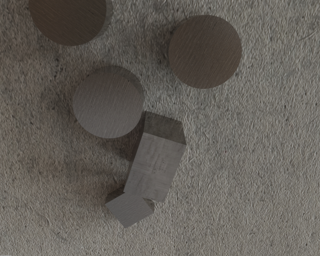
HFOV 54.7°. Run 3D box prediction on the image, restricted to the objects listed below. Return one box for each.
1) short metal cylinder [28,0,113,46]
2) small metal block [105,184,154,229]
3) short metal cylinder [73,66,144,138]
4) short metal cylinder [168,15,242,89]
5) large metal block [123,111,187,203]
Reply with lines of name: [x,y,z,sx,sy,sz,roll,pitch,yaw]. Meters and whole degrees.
short metal cylinder: [-0.096,-0.135,0.346,0.081,0.050,0.079,0,110,0]
small metal block: [-0.043,0.110,0.450,0.050,0.025,0.050,-31,107,10]
short metal cylinder: [-0.061,-0.033,0.383,0.081,0.050,0.079,0,110,0]
short metal cylinder: [0.050,-0.091,0.363,0.081,0.050,0.079,0,110,0]
large metal block: [-0.007,0.033,0.393,0.050,0.080,0.079,17,109,-6]
